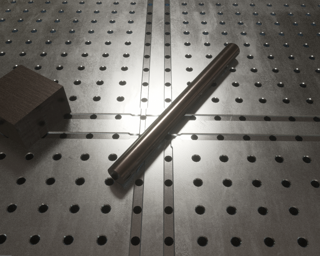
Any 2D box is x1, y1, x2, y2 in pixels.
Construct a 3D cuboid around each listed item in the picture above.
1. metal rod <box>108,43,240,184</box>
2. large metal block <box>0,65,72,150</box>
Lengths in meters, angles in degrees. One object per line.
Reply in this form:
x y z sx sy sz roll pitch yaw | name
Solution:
0.036 -0.038 0.439 0.025 0.025 0.301 29 55 21 | metal rod
-0.182 -0.030 0.414 0.080 0.050 0.080 27 55 20 | large metal block
